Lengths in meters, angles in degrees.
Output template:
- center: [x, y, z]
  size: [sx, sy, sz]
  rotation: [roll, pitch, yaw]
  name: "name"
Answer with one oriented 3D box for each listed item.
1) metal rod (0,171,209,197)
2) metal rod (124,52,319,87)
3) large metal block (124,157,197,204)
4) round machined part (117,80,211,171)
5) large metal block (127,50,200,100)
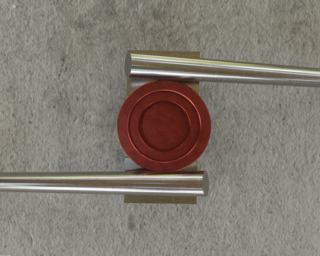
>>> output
- center: [-0.095, 0.063, 0.354]
  size: [0.301, 0.025, 0.025]
  rotation: [-4, 90, 22]
  name: "metal rod"
- center: [0.109, -0.063, 0.359]
  size: [0.303, 0.025, 0.025]
  rotation: [-1, 90, -22]
  name: "metal rod"
- center: [0.001, 0.059, 0.384]
  size: [0.081, 0.080, 0.050]
  rotation: [1, 90, -1]
  name: "large metal block"
- center: [0.004, -0.002, 0.344]
  size: [0.099, 0.042, 0.097]
  rotation: [0, 90, -1]
  name: "round machined part"
- center: [0.004, -0.061, 0.384]
  size: [0.081, 0.080, 0.050]
  rotation: [1, 90, -1]
  name: "large metal block"
